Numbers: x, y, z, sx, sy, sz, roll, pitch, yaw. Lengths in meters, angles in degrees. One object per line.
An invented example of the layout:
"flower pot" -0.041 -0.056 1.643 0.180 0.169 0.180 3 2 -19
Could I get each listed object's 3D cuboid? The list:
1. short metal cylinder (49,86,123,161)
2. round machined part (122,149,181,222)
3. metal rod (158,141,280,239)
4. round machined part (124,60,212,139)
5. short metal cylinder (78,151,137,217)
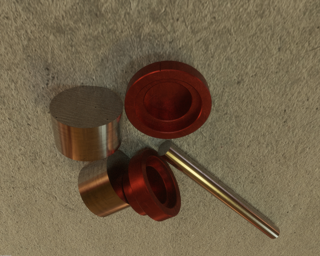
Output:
"short metal cylinder" -0.084 -0.007 0.364 0.081 0.080 0.050 4 130 -4
"round machined part" -0.014 0.082 0.429 0.042 0.098 0.098 -28 125 21
"metal rod" 0.108 0.111 0.503 0.025 0.025 0.301 -36 122 26
"round machined part" 0.009 -0.036 0.365 0.099 0.042 0.097 -1 130 0
"short metal cylinder" -0.068 0.079 0.437 0.050 0.080 0.080 -27 125 21
